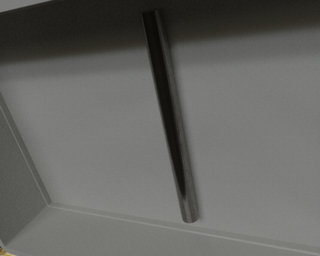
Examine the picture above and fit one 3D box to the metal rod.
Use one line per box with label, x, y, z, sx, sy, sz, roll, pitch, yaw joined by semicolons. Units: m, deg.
metal rod;0.018;0.004;0.400;0.025;0.025;0.298;2;120;27
